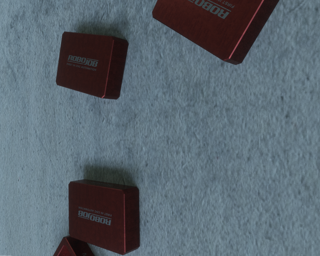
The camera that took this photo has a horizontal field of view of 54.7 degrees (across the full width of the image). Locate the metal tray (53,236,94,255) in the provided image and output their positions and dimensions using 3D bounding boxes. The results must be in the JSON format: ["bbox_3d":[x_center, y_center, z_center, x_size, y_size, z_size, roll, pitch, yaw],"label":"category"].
[{"bbox_3d":[-0.130,0.252,0.506,0.130,0.030,0.089,46,117,30],"label":"metal tray"}]

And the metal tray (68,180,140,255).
[{"bbox_3d":[-0.089,0.130,0.472,0.130,0.030,0.089,-1,89,39],"label":"metal tray"}]

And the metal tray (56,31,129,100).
[{"bbox_3d":[-0.112,-0.101,0.491,0.130,0.030,0.089,18,101,38],"label":"metal tray"}]

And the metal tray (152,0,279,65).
[{"bbox_3d":[0.058,-0.142,0.353,0.130,0.030,0.089,42,115,31],"label":"metal tray"}]
